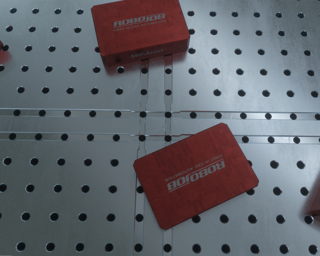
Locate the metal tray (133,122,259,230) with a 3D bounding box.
[{"bbox_3d":[0.043,0.059,0.388,0.131,0.030,0.090,-23,72,-9],"label":"metal tray"}]

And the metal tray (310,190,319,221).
[{"bbox_3d":[0.265,0.100,0.376,0.130,0.030,0.090,30,72,10],"label":"metal tray"}]

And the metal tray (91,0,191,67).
[{"bbox_3d":[-0.029,-0.149,0.463,0.131,0.030,0.090,-13,71,-5],"label":"metal tray"}]

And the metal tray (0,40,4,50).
[{"bbox_3d":[-0.310,-0.143,0.457,0.090,0.030,0.130,-42,76,-14],"label":"metal tray"}]
